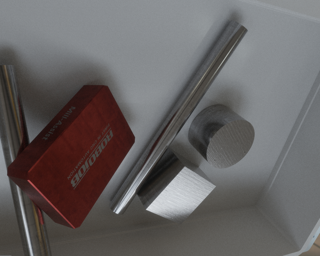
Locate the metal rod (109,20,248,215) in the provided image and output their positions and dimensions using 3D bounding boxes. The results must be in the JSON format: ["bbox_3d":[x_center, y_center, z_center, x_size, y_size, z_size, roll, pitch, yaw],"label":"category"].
[{"bbox_3d":[0.018,-0.006,0.416,0.025,0.025,0.299,24,105,-37],"label":"metal rod"}]

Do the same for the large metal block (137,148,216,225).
[{"bbox_3d":[0.022,0.087,0.460,0.080,0.050,0.080,-49,129,6],"label":"large metal block"}]

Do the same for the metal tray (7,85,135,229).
[{"bbox_3d":[-0.083,0.027,0.330,0.130,0.030,0.090,-59,140,-36],"label":"metal tray"}]

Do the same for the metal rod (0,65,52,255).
[{"bbox_3d":[-0.131,0.089,0.312,0.025,0.025,0.298,-11,98,-23],"label":"metal rod"}]

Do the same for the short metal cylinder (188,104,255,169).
[{"bbox_3d":[0.089,0.012,0.451,0.081,0.050,0.079,-14,125,-21],"label":"short metal cylinder"}]
